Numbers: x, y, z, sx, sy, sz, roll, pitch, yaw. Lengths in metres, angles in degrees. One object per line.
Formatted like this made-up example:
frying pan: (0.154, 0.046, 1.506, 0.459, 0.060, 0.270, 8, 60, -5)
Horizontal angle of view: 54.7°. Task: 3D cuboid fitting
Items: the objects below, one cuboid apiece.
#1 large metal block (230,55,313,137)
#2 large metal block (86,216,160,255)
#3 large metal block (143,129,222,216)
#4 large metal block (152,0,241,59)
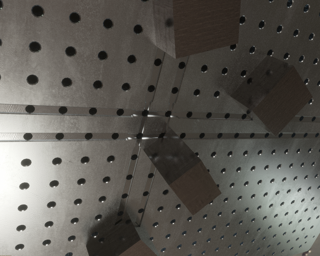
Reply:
large metal block: (0.166, -0.047, 0.460, 0.080, 0.050, 0.080, -49, 129, 6)
large metal block: (-0.055, 0.199, 0.490, 0.080, 0.050, 0.080, -35, 129, -5)
large metal block: (0.031, 0.061, 0.432, 0.050, 0.080, 0.080, -37, 130, -4)
large metal block: (0.039, -0.130, 0.338, 0.081, 0.050, 0.079, -18, 126, -18)
